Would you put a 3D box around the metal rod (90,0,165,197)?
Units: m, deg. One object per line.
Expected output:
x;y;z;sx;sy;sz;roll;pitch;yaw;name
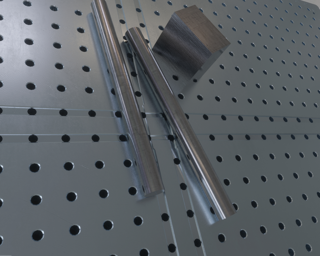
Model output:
-0.050;-0.056;0.415;0.025;0.025;0.299;-5;64;-30;metal rod

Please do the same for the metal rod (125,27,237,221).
0.021;-0.018;0.430;0.025;0.025;0.299;-14;69;-34;metal rod

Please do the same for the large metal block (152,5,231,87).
0.045;-0.124;0.473;0.050;0.080;0.080;-35;82;-38;large metal block
